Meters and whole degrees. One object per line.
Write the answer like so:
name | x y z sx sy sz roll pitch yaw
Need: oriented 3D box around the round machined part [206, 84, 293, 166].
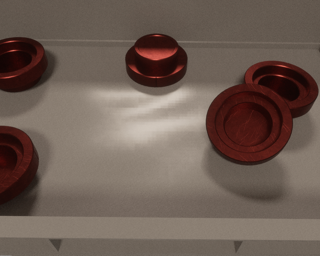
round machined part | 0.107 -0.002 0.381 0.098 0.042 0.098 -4 72 12

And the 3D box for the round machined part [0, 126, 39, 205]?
round machined part | -0.188 0.048 0.352 0.099 0.042 0.098 0 50 0

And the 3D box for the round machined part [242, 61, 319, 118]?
round machined part | 0.164 -0.048 0.436 0.099 0.042 0.098 1 49 -1

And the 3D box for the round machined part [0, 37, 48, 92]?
round machined part | -0.220 -0.092 0.468 0.099 0.042 0.098 0 50 0

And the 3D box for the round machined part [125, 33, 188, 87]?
round machined part | -0.006 -0.112 0.488 0.099 0.042 0.098 0 50 0
